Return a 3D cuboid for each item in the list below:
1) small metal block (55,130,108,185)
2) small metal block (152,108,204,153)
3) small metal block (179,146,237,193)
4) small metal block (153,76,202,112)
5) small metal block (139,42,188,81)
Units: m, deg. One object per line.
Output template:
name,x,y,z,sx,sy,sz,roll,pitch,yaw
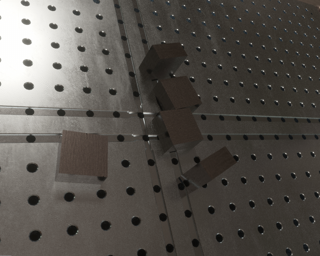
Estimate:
small metal block,-0.086,0.033,0.343,0.050,0.025,0.050,9,58,-24
small metal block,0.024,0.002,0.421,0.050,0.025,0.050,-9,66,-32
small metal block,0.061,0.053,0.394,0.050,0.050,0.025,-25,76,-37
small metal block,0.025,-0.046,0.452,0.050,0.025,0.050,-15,70,-34
small metal block,0.004,-0.098,0.456,0.050,0.050,0.025,-16,71,-35
